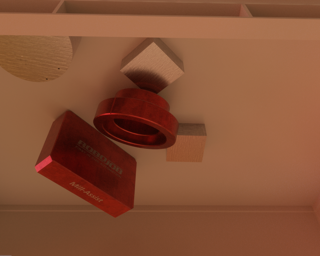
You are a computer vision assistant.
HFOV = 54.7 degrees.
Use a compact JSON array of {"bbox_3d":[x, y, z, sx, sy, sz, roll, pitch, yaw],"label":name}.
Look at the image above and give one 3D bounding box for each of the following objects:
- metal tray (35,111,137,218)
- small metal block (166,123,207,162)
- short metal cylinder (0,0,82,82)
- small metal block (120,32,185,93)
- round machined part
[{"bbox_3d":[-0.088,0.048,0.405,0.030,0.090,0.130,-34,123,25],"label":"metal tray"},{"bbox_3d":[0.035,0.021,0.427,0.050,0.025,0.050,2,130,-2],"label":"small metal block"},{"bbox_3d":[-0.124,-0.094,0.311,0.081,0.050,0.079,0,130,0],"label":"short metal cylinder"},{"bbox_3d":[-0.008,-0.070,0.350,0.050,0.025,0.050,-35,122,25],"label":"small metal block"},{"bbox_3d":[-0.026,-0.012,0.369,0.099,0.042,0.098,11,157,5],"label":"round machined part"}]
